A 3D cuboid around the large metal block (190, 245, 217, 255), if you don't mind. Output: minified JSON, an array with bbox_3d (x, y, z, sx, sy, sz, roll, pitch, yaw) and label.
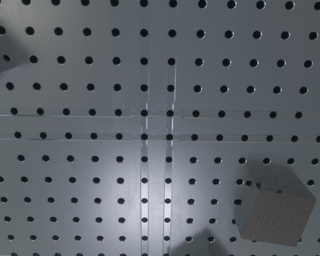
[{"bbox_3d":[0.069,0.248,0.492,0.080,0.050,0.080,-35,107,12],"label":"large metal block"}]

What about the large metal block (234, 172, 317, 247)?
[{"bbox_3d":[0.161,0.116,0.444,0.080,0.050,0.079,10,110,-4],"label":"large metal block"}]

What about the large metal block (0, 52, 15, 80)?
[{"bbox_3d":[-0.230,-0.079,0.353,0.050,0.080,0.080,-36,106,12],"label":"large metal block"}]
